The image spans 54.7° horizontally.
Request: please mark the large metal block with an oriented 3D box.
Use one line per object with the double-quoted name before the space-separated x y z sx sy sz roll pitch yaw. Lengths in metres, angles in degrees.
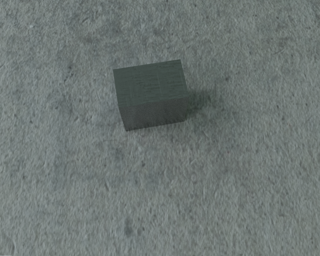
"large metal block" -0.011 -0.038 0.393 0.081 0.080 0.050 -10 71 -4
